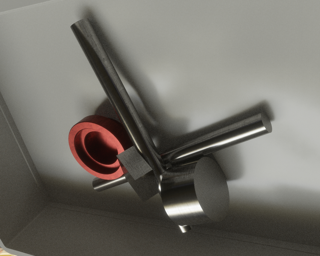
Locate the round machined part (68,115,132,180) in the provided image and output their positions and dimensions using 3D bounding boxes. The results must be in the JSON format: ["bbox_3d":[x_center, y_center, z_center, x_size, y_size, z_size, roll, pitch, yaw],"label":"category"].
[{"bbox_3d":[-0.080,0.024,0.451,0.098,0.042,0.097,13,124,20],"label":"round machined part"}]

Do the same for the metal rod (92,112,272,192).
[{"bbox_3d":[0.007,0.044,0.429,0.299,0.025,0.025,-25,105,36],"label":"metal rod"}]

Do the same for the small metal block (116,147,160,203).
[{"bbox_3d":[-0.029,0.060,0.405,0.050,0.025,0.050,44,157,41],"label":"small metal block"}]

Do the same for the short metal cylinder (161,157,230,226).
[{"bbox_3d":[0.046,0.082,0.396,0.050,0.080,0.080,-21,107,36],"label":"short metal cylinder"}]

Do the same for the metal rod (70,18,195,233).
[{"bbox_3d":[-0.030,0.003,0.400,0.025,0.025,0.299,-21,101,35],"label":"metal rod"}]
